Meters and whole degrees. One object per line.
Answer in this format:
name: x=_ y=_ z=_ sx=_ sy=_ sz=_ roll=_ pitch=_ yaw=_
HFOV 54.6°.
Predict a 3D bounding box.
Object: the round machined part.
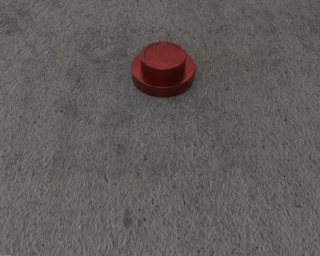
round machined part: x=0.005 y=-0.095 z=0.473 sx=0.099 sy=0.042 sz=0.098 roll=0 pitch=50 yaw=0
